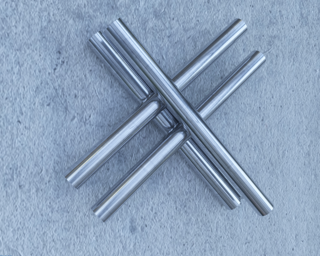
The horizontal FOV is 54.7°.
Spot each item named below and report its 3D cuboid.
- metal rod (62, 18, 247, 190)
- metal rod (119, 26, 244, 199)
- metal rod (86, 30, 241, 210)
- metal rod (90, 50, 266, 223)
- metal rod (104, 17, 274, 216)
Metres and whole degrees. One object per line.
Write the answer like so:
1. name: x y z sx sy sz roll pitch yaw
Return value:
1. metal rod: 0.005 -0.040 0.386 0.301 0.025 0.025 -44 104 -15
2. metal rod: 0.033 -0.015 0.423 0.025 0.025 0.300 -44 104 -15
3. metal rod: 0.013 -0.001 0.416 0.025 0.025 0.300 -44 104 -15
4. metal rod: 0.033 0.001 0.397 0.301 0.025 0.025 -44 104 -15
5. metal rod: 0.043 -0.003 0.374 0.025 0.025 0.300 -45 104 -15
